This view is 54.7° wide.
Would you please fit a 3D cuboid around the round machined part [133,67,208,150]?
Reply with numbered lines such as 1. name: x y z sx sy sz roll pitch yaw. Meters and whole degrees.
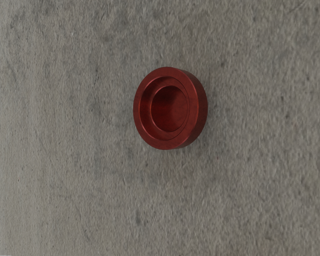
1. round machined part: 0.017 -0.023 0.379 0.098 0.042 0.097 0 90 39
